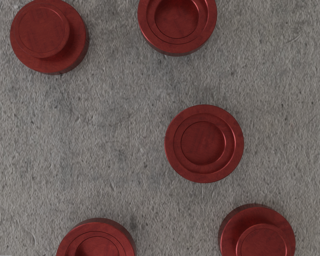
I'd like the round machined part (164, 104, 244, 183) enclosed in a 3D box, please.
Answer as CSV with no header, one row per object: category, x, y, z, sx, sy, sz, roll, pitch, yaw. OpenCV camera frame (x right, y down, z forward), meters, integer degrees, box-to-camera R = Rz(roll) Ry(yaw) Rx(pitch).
round machined part,0.054,0.019,0.402,0.099,0.042,0.097,0,90,0

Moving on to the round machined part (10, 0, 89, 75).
round machined part,-0.145,-0.120,0.400,0.099,0.042,0.097,0,90,0

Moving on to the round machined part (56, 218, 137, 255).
round machined part,-0.079,0.164,0.401,0.099,0.042,0.097,0,90,0

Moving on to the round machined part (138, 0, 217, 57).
round machined part,0.022,-0.141,0.401,0.099,0.042,0.097,0,90,0

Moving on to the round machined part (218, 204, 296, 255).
round machined part,0.128,0.152,0.402,0.099,0.042,0.097,0,90,0
